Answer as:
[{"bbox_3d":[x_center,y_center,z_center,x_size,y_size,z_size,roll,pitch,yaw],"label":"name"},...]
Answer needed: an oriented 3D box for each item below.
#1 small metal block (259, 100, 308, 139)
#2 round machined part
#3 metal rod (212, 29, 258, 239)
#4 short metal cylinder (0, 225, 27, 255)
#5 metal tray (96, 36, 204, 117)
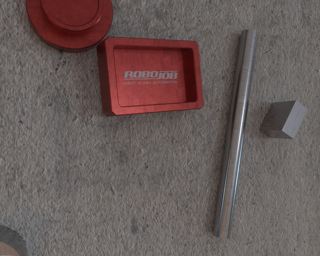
[{"bbox_3d":[0.184,-0.012,0.464,0.025,0.050,0.050,32,80,-17],"label":"small metal block"},{"bbox_3d":[-0.103,-0.141,0.362,0.099,0.042,0.097,0,90,-20],"label":"round machined part"},{"bbox_3d":[0.110,0.007,0.449,0.025,0.025,0.298,10,87,-20],"label":"metal rod"},{"bbox_3d":[-0.185,0.150,0.328,0.081,0.050,0.080,0,90,-20],"label":"short metal cylinder"},{"bbox_3d":[-0.009,-0.064,0.391,0.131,0.030,0.089,-6,92,-30],"label":"metal tray"}]
